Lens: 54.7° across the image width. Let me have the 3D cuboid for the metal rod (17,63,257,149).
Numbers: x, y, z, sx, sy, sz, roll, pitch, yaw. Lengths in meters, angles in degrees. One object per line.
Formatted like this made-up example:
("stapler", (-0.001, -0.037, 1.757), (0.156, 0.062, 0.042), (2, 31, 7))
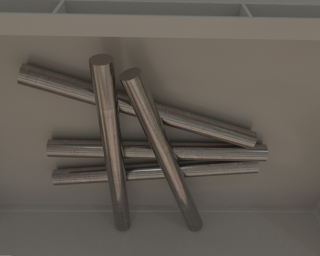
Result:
("metal rod", (-0.016, -0.023, 0.387), (0.302, 0.025, 0.025), (15, 128, -14))

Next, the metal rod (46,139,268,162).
("metal rod", (-0.002, 0.031, 0.433), (0.302, 0.025, 0.025), (1, 130, -2))

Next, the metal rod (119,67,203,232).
("metal rod", (0.014, 0.051, 0.418), (0.025, 0.025, 0.299), (-14, 129, 11))

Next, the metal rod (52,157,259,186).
("metal rod", (-0.008, 0.064, 0.462), (0.302, 0.025, 0.025), (-4, 130, 2))

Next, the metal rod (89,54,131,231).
("metal rod", (-0.060, 0.044, 0.410), (0.025, 0.025, 0.298), (0, 130, -1))
